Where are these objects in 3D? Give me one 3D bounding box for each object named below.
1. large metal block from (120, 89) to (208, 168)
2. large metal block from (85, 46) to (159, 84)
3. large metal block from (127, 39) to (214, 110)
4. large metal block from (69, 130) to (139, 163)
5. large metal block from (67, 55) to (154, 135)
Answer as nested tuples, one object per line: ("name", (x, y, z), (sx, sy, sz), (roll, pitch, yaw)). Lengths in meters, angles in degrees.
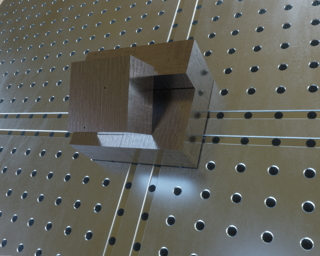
("large metal block", (0.007, 0.000, 0.384), (0.080, 0.050, 0.080), (1, 62, 28))
("large metal block", (-0.055, -0.066, 0.439), (0.080, 0.080, 0.050), (1, 62, 28))
("large metal block", (0.016, -0.064, 0.402), (0.080, 0.080, 0.050), (1, 62, 28))
("large metal block", (-0.064, -0.001, 0.422), (0.080, 0.050, 0.080), (1, 62, 28))
("large metal block", (-0.056, -0.034, 0.355), (0.080, 0.050, 0.080), (0, 86, 28))
